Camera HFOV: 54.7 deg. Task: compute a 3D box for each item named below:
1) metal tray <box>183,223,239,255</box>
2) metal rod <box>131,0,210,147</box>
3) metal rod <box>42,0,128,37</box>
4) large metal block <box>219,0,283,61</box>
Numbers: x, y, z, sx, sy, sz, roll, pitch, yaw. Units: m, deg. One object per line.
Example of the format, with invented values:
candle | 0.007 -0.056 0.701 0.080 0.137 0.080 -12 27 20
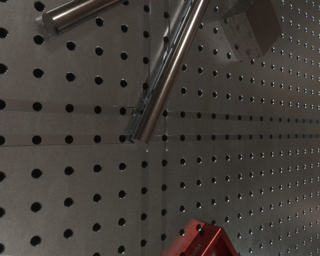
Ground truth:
metal tray | 0.065 0.222 0.463 0.131 0.030 0.090 -44 117 -31
metal rod | 0.029 -0.113 0.435 0.025 0.025 0.300 35 68 -35
metal rod | -0.017 -0.191 0.395 0.302 0.025 0.025 -42 116 -32
large metal block | 0.156 -0.173 0.526 0.080 0.050 0.080 -48 119 -29
